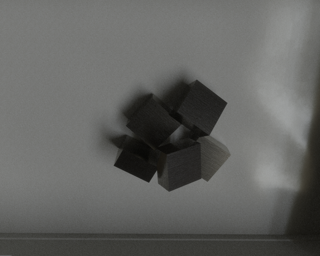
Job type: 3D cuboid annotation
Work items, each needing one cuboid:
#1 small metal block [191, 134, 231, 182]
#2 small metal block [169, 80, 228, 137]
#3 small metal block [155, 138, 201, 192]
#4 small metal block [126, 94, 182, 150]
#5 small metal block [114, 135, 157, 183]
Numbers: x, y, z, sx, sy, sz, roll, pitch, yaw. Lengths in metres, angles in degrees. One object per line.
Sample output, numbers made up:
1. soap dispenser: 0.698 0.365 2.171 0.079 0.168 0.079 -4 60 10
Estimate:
1. small metal block: 0.059 0.037 0.424 0.050 0.025 0.050 34 106 -12
2. small metal block: 0.049 -0.024 0.390 0.050 0.025 0.050 35 73 -13
3. small metal block: 0.024 0.045 0.388 0.050 0.025 0.050 -16 113 -29
4. small metal block: -0.008 -0.008 0.406 0.050 0.025 0.050 42 104 -14
5. small metal block: -0.030 0.040 0.410 0.050 0.050 0.025 28 108 -10
